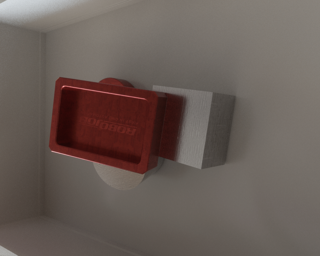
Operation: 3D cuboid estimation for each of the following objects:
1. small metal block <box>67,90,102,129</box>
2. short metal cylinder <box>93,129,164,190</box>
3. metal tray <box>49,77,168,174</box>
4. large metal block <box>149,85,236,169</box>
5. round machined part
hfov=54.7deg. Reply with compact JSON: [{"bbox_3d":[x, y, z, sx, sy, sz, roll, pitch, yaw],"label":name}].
[{"bbox_3d":[-0.108,-0.025,0.420,0.025,0.050,0.050,16,100,38],"label":"small metal block"},{"bbox_3d":[-0.041,0.034,0.405,0.080,0.050,0.079,7,106,26],"label":"short metal cylinder"},{"bbox_3d":[-0.063,-0.006,0.359,0.130,0.030,0.089,11,97,19],"label":"metal tray"},{"bbox_3d":[0.033,-0.004,0.358,0.080,0.050,0.079,13,98,39],"label":"large metal block"},{"bbox_3d":[-0.078,-0.026,0.455,0.098,0.042,0.097,0,90,39],"label":"round machined part"}]
